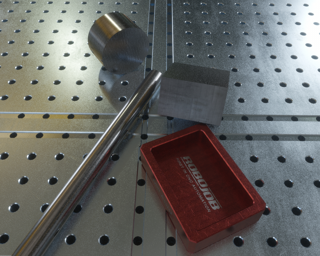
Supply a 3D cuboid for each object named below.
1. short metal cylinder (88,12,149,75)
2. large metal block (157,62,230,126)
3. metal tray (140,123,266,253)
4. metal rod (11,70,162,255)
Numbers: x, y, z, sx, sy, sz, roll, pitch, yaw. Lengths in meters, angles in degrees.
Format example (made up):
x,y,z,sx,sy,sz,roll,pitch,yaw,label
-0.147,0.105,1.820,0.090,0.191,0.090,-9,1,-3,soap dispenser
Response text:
x,y,z,sx,sy,sz,roll,pitch,yaw,label
-0.064,-0.131,0.481,0.081,0.080,0.050,-26,55,-20,short metal cylinder
0.047,-0.049,0.414,0.080,0.050,0.080,11,26,9,large metal block
0.043,0.060,0.353,0.091,0.030,0.130,-20,53,-16,metal tray
-0.069,0.025,0.385,0.025,0.025,0.301,20,53,16,metal rod
